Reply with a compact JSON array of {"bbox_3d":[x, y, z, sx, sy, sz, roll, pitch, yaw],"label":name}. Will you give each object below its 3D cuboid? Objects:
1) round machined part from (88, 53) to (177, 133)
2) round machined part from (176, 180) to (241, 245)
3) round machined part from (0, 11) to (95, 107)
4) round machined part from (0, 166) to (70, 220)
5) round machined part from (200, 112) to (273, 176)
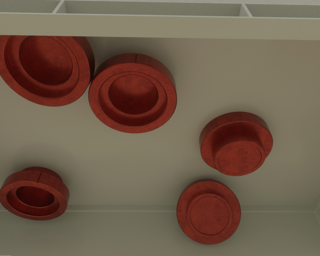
[{"bbox_3d":[-0.030,-0.043,0.361,0.099,0.042,0.097,-1,130,0],"label":"round machined part"},{"bbox_3d":[0.074,0.129,0.474,0.099,0.042,0.097,0,87,4],"label":"round machined part"},{"bbox_3d":[-0.117,-0.075,0.328,0.099,0.042,0.097,3,126,4],"label":"round machined part"},{"bbox_3d":[-0.189,0.097,0.478,0.099,0.042,0.097,-1,130,0],"label":"round machined part"},{"bbox_3d":[0.105,0.029,0.424,0.099,0.042,0.097,-1,130,0],"label":"round machined part"}]
